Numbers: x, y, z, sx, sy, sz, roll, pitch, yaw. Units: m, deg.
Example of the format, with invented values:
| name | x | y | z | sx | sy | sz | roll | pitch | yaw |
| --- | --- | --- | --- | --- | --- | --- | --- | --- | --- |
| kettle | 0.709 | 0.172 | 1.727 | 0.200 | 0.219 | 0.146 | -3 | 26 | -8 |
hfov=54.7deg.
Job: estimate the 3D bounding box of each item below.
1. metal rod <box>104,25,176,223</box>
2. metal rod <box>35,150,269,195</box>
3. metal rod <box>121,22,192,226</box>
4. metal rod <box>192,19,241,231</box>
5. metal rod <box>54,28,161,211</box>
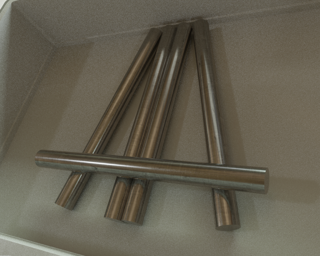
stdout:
| name | x | y | z | sx | sy | sz | roll | pitch | yaw |
| --- | --- | --- | --- | --- | --- | --- | --- | --- | --- |
| metal rod | -0.018 | -0.023 | 0.428 | 0.025 | 0.025 | 0.300 | 1 | 62 | 29 |
| metal rod | -0.032 | 0.046 | 0.360 | 0.300 | 0.025 | 0.025 | 1 | 63 | 29 |
| metal rod | 0.003 | -0.023 | 0.417 | 0.025 | 0.025 | 0.300 | 1 | 62 | 29 |
| metal rod | 0.064 | -0.027 | 0.387 | 0.025 | 0.025 | 0.299 | -15 | 56 | 20 |
| metal rod | -0.066 | -0.025 | 0.454 | 0.025 | 0.025 | 0.300 | 13 | 68 | 33 |
